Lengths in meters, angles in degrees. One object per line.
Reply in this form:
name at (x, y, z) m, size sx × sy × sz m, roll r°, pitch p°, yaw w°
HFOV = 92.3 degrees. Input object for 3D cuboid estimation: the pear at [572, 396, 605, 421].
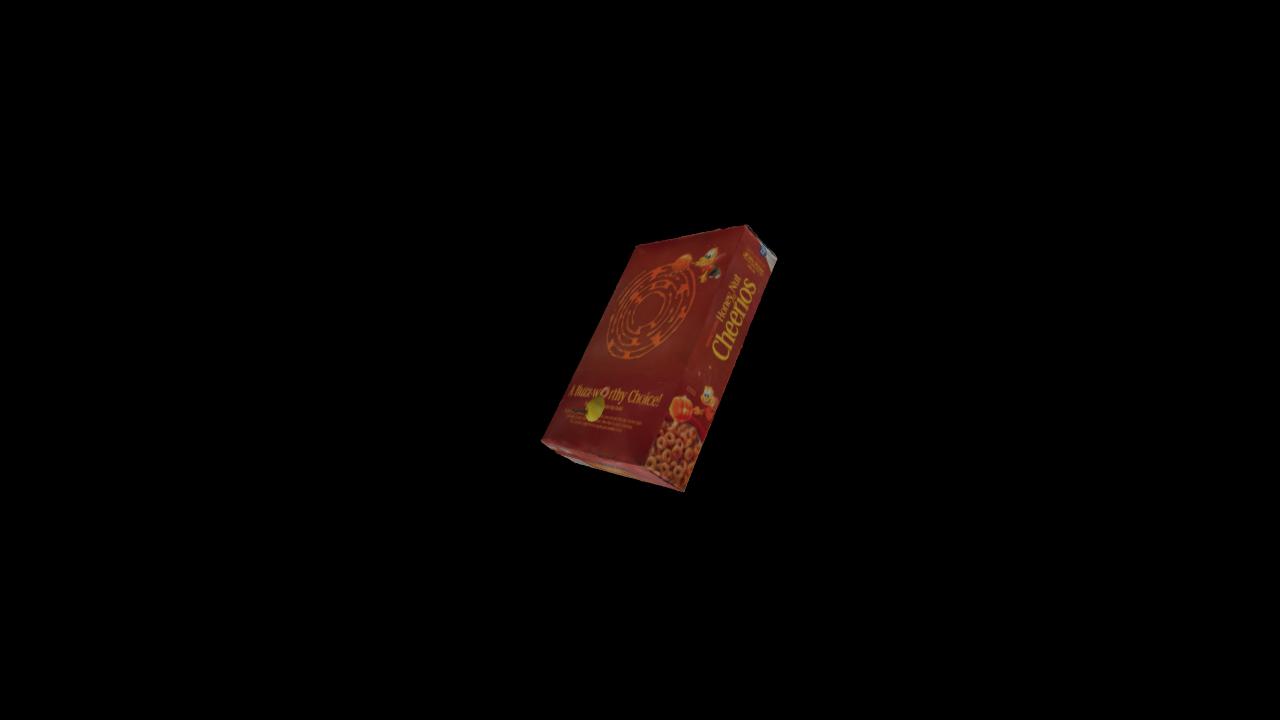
pear at (-0.026, 0.063, 0.713) m, size 0.111 × 0.080 × 0.080 m, roll 10°, pitch -2°, yaw -13°

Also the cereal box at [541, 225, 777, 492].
cereal box at (0.022, -0.011, 0.741) m, size 0.081 × 0.306 × 0.203 m, roll 38°, pitch -22°, yaw -34°
